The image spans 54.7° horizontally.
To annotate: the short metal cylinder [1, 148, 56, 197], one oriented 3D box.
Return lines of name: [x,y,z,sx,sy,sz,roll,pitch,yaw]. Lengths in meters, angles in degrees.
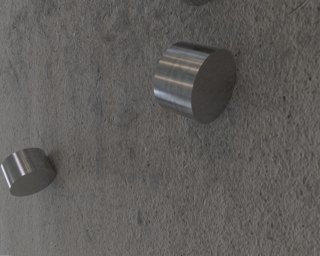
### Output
short metal cylinder: [-0.241,0.081,0.569,0.080,0.081,0.050,-51,60,28]

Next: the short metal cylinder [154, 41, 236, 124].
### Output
short metal cylinder: [0.039,-0.050,0.337,0.050,0.081,0.079,24,105,37]

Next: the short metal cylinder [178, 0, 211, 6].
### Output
short metal cylinder: [0.034,-0.190,0.360,0.080,0.050,0.080,0,90,40]
